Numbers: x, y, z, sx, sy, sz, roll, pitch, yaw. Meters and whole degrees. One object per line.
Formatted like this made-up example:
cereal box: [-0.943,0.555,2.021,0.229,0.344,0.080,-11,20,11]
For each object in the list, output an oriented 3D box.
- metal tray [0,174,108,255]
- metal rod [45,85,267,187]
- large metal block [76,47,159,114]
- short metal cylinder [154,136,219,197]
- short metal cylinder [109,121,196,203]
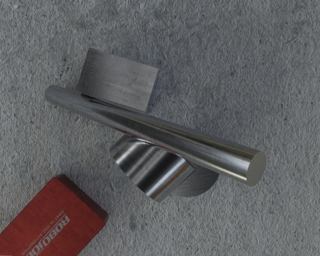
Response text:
metal tray: [-0.144,0.138,0.406,0.090,0.030,0.130,43,90,0]
metal rod: [-0.038,-0.009,0.310,0.300,0.025,0.025,19,90,43]
large metal block: [-0.047,-0.054,0.382,0.080,0.080,0.050,17,90,0]
short metal cylinder: [0.033,0.043,0.398,0.081,0.050,0.080,0,90,0]
short metal cylinder: [-0.008,0.033,0.333,0.050,0.080,0.080,-44,90,1]
